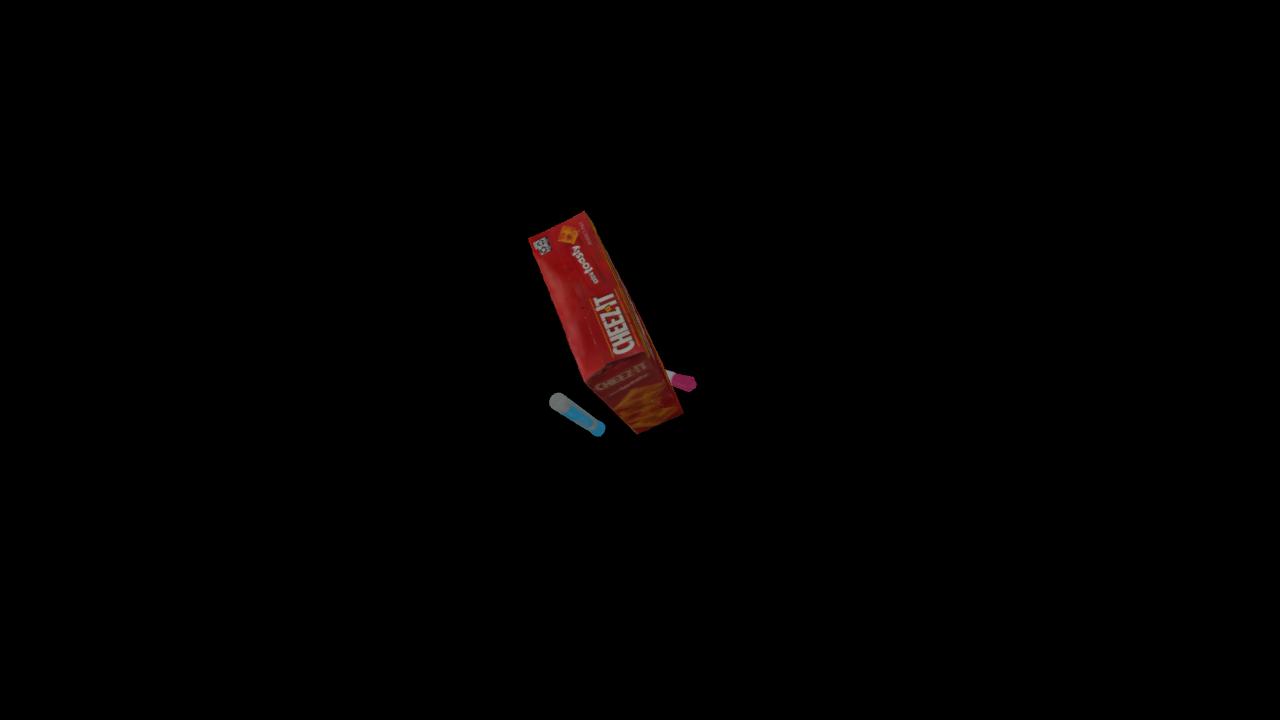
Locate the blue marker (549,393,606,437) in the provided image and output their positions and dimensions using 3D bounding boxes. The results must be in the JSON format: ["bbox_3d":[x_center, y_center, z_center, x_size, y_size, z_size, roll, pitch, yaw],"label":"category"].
[{"bbox_3d":[-0.066,0.063,0.685,0.020,0.020,0.121,0,-21,20],"label":"blue marker"}]

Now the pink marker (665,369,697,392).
[{"bbox_3d":[0.015,0.016,0.745,0.121,0.020,0.020,16,9,34],"label":"pink marker"}]

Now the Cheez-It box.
[{"bbox_3d":[-0.029,-0.027,0.656,0.071,0.166,0.223,-26,-23,3],"label":"Cheez-It box"}]
